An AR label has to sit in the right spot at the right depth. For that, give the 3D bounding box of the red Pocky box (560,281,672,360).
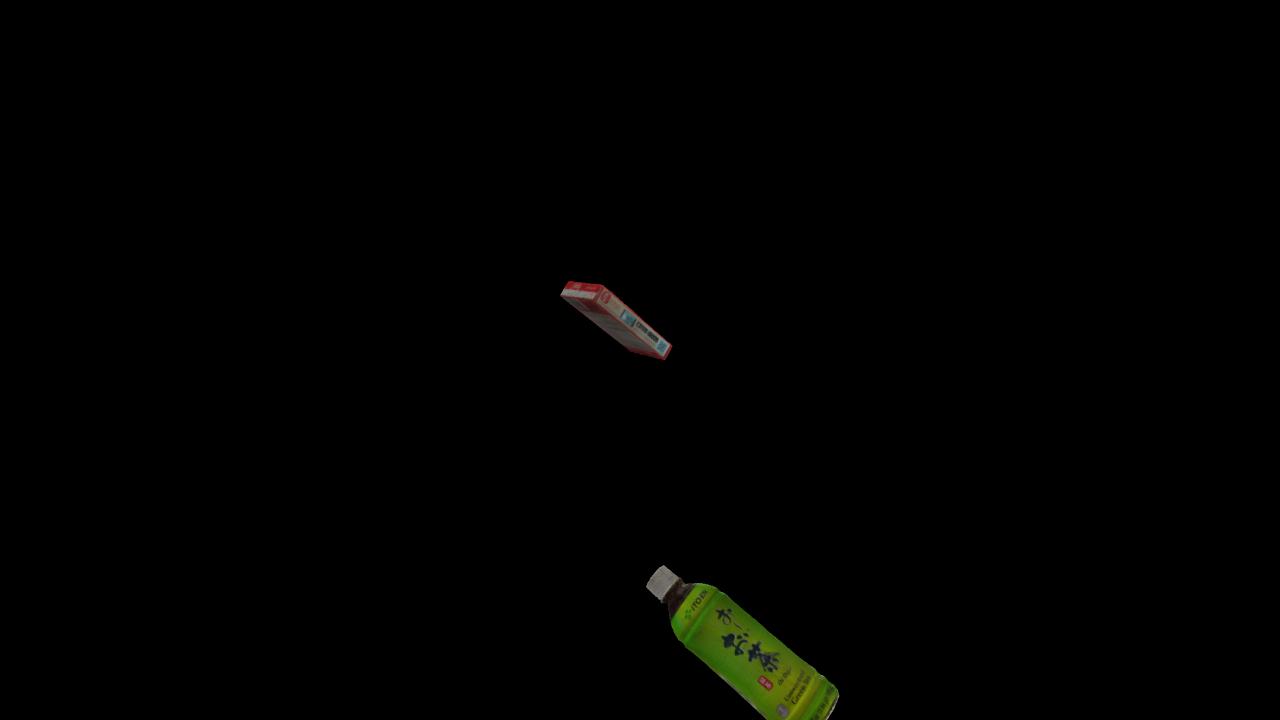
[{"bbox_3d":[-0.031,-0.054,0.844,0.083,0.028,0.155,14,-19,49],"label":"red Pocky box"}]

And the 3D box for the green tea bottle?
[{"bbox_3d":[0.095,0.293,0.632,0.212,0.073,0.073,34,13,21],"label":"green tea bottle"}]
